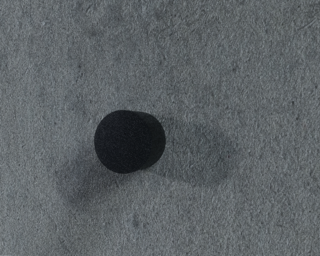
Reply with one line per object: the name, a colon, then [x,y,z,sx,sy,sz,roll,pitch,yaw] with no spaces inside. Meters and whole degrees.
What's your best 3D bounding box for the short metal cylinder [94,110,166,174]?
short metal cylinder: [-0.039,0.017,0.410,0.080,0.050,0.080,0,90,20]
